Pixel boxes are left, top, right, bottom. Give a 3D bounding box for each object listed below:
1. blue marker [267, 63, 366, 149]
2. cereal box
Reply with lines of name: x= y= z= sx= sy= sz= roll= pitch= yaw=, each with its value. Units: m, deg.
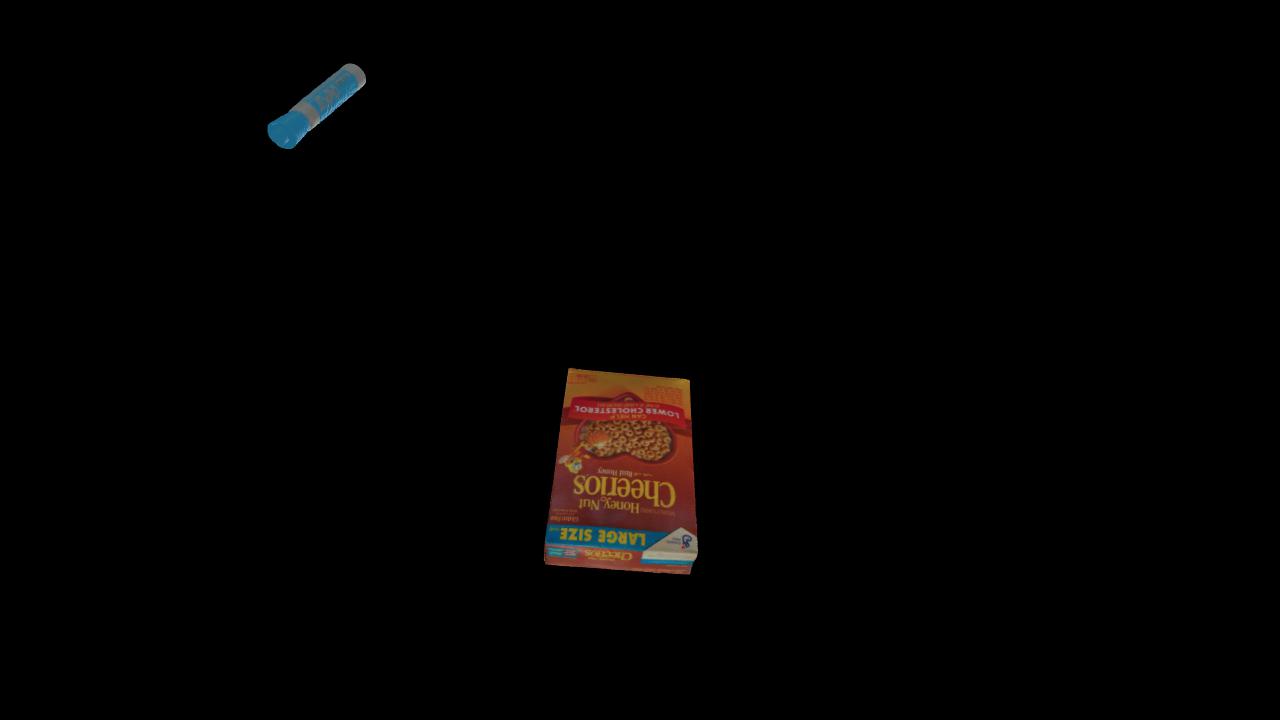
blue marker: x=-0.230 y=-0.184 z=0.443 sx=0.020 sy=0.020 sz=0.121 roll=0 pitch=43 yaw=6
cereal box: x=-0.023 y=0.155 z=0.911 sx=0.203 sy=0.306 sz=0.081 roll=6 pitch=-43 yaw=-4
